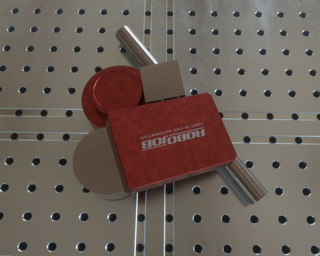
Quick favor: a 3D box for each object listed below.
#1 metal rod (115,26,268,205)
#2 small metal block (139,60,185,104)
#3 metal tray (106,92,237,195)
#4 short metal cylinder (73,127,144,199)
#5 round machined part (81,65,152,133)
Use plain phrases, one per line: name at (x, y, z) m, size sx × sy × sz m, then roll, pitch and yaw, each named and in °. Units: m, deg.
metal rod at (0.033, -0.028, 0.418) m, size 0.025 × 0.025 × 0.300 m, roll -35°, pitch 74°, yaw -12°
small metal block at (0.003, -0.056, 0.403) m, size 0.050 × 0.025 × 0.050 m, roll -11°, pitch 73°, yaw 1°
metal tray at (0.012, 0.015, 0.359) m, size 0.131 × 0.030 × 0.090 m, roll -13°, pitch 70°, yaw -18°
short metal cylinder at (-0.059, 0.044, 0.378) m, size 0.081 × 0.050 × 0.080 m, roll 0°, pitch 70°, yaw 0°
round machined part at (-0.056, -0.042, 0.412) m, size 0.099 × 0.042 × 0.098 m, roll 0°, pitch 70°, yaw 1°
